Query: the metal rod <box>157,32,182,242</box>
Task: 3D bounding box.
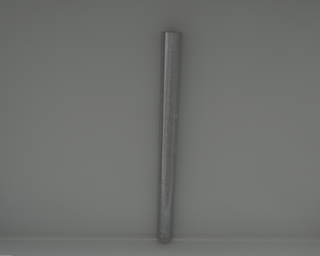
[{"bbox_3d":[0.011,0.025,0.420,0.025,0.025,0.298,1,110,-1],"label":"metal rod"}]
